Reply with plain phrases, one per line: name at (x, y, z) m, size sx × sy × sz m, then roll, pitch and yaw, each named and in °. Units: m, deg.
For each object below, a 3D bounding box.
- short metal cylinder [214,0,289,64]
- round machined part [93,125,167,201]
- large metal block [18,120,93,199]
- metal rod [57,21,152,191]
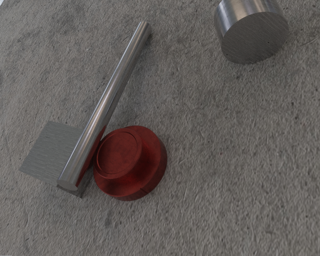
short metal cylinder at (0.112, -0.126, 0.388) m, size 0.080 × 0.080 × 0.050 m, roll -18°, pitch 55°, yaw 17°
round machined part at (-0.044, 0.039, 0.392) m, size 0.098 × 0.042 × 0.098 m, roll -13°, pitch 56°, yaw 21°
large metal block at (-0.133, 0.042, 0.432) m, size 0.080 × 0.050 × 0.080 m, roll 12°, pitch 68°, yaw 33°
metal rod at (-0.065, -0.052, 0.436) m, size 0.025 × 0.025 × 0.300 m, roll -2°, pitch 50°, yaw 27°
